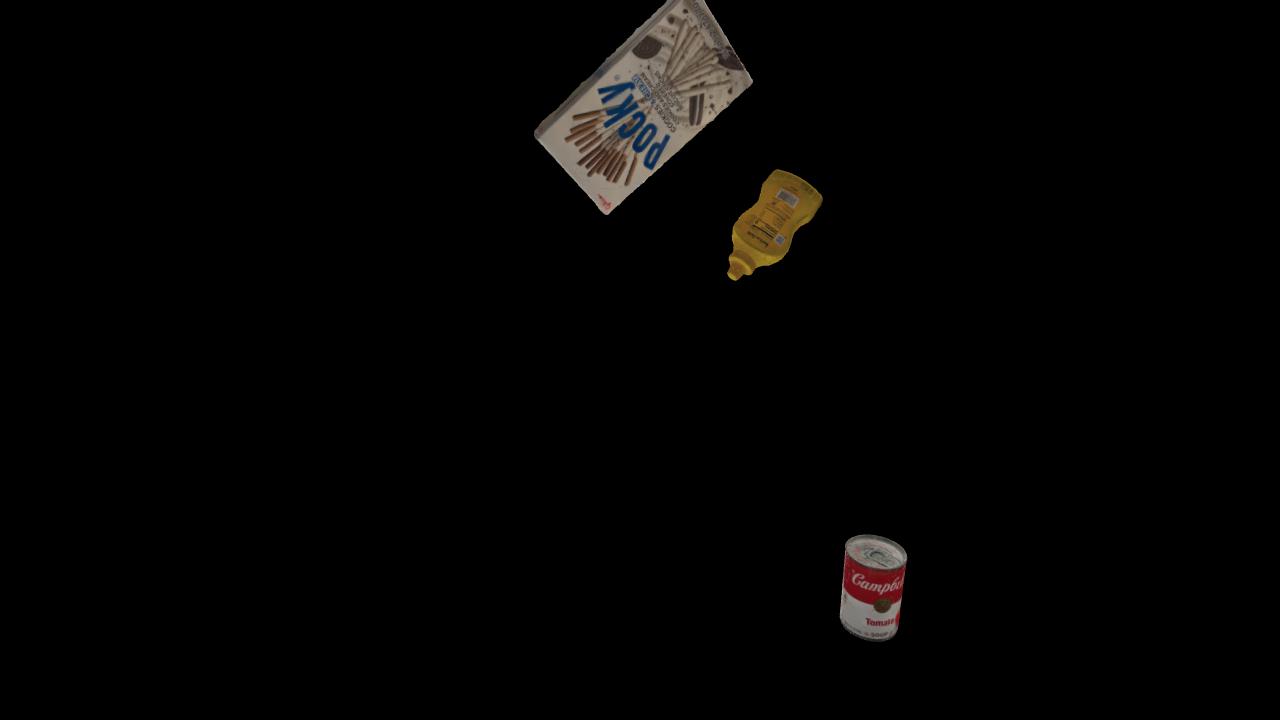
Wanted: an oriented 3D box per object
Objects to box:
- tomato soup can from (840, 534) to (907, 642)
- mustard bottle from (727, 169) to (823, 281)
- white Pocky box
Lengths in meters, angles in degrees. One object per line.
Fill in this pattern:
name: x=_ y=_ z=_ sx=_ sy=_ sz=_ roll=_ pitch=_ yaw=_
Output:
tomato soup can: x=0.271 y=0.266 z=0.719 sx=0.068 sy=0.101 sz=0.068 roll=-1 pitch=18 yaw=0
mustard bottle: x=0.188 y=-0.193 z=0.921 sx=0.092 sy=0.184 sz=0.054 roll=36 pitch=-11 yaw=4
white Pocky box: x=0.003 y=-0.193 z=0.468 sx=0.084 sy=0.154 sz=0.028 roll=44 pitch=10 yaw=-34
